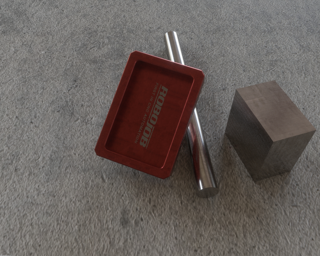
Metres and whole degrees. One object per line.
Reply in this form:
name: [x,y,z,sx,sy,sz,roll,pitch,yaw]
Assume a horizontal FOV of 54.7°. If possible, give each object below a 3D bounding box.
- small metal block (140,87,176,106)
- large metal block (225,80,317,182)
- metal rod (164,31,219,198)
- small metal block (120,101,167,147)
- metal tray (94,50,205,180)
small metal block: [-0.005,-0.037,0.435,0.050,0.025,0.050,-4,50,-4]
large metal block: [0.123,0.004,0.366,0.050,0.080,0.080,-14,52,-12]
metal rod: [0.036,-0.042,0.439,0.025,0.025,0.300,-5,50,-4]
small metal block: [-0.018,-0.004,0.391,0.050,0.025,0.050,10,85,8]
metal tray: [-0.010,-0.015,0.363,0.090,0.030,0.129,19,86,8]
